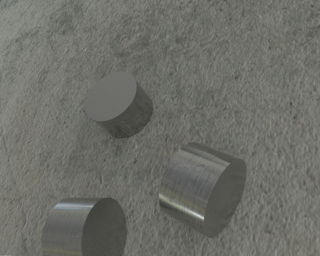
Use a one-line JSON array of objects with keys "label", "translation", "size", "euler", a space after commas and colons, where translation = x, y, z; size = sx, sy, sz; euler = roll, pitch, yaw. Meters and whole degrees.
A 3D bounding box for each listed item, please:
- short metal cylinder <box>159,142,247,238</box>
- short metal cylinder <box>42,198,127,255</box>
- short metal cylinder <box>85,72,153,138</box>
[{"label": "short metal cylinder", "translation": [0.044, 0.060, 0.308], "size": [0.050, 0.080, 0.080], "euler": [20, 73, 35]}, {"label": "short metal cylinder", "translation": [-0.079, 0.117, 0.337], "size": [0.050, 0.080, 0.080], "euler": [-6, 59, 25]}, {"label": "short metal cylinder", "translation": [-0.057, -0.032, 0.436], "size": [0.080, 0.050, 0.080], "euler": [-13, 56, 20]}]
